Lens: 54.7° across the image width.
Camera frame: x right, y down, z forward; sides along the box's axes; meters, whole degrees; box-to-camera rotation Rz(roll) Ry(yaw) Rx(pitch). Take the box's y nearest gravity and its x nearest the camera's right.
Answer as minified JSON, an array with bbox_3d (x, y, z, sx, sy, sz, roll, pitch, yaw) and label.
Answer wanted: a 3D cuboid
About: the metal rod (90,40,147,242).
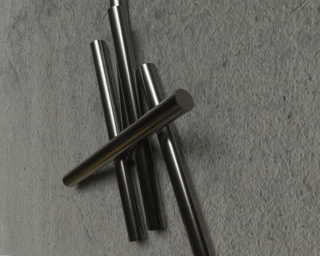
[{"bbox_3d":[-0.064,0.011,0.457,0.025,0.025,0.299,-21,77,38],"label":"metal rod"}]

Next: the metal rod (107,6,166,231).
[{"bbox_3d":[-0.032,-0.015,0.416,0.025,0.025,0.298,-13,86,39],"label":"metal rod"}]

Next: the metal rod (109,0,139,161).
[{"bbox_3d":[-0.052,-0.103,0.448,0.025,0.025,0.298,-11,83,39],"label":"metal rod"}]

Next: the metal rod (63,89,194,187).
[{"bbox_3d":[-0.064,0.030,0.418,0.299,0.025,0.025,-33,69,45],"label":"metal rod"}]

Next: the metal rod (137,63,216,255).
[{"bbox_3d":[0.024,0.057,0.385,0.025,0.025,0.299,-27,73,37],"label":"metal rod"}]
